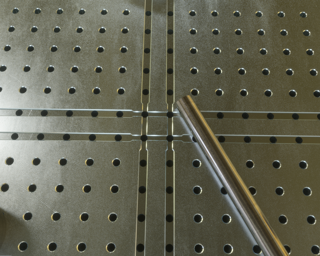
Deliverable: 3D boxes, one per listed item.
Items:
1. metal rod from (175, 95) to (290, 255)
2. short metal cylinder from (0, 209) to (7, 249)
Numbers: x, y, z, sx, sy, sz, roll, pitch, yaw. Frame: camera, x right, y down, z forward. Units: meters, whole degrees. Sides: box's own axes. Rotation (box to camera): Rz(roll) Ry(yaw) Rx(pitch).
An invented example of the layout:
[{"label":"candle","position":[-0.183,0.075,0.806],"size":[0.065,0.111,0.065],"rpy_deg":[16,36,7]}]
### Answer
[{"label":"metal rod","position":[0.101,0.087,0.380],"size":[0.025,0.025,0.299],"rpy_deg":[-26,72,-9]},{"label":"short metal cylinder","position":[-0.228,0.120,0.353],"size":[0.081,0.050,0.080],"rpy_deg":[0,70,0]}]
